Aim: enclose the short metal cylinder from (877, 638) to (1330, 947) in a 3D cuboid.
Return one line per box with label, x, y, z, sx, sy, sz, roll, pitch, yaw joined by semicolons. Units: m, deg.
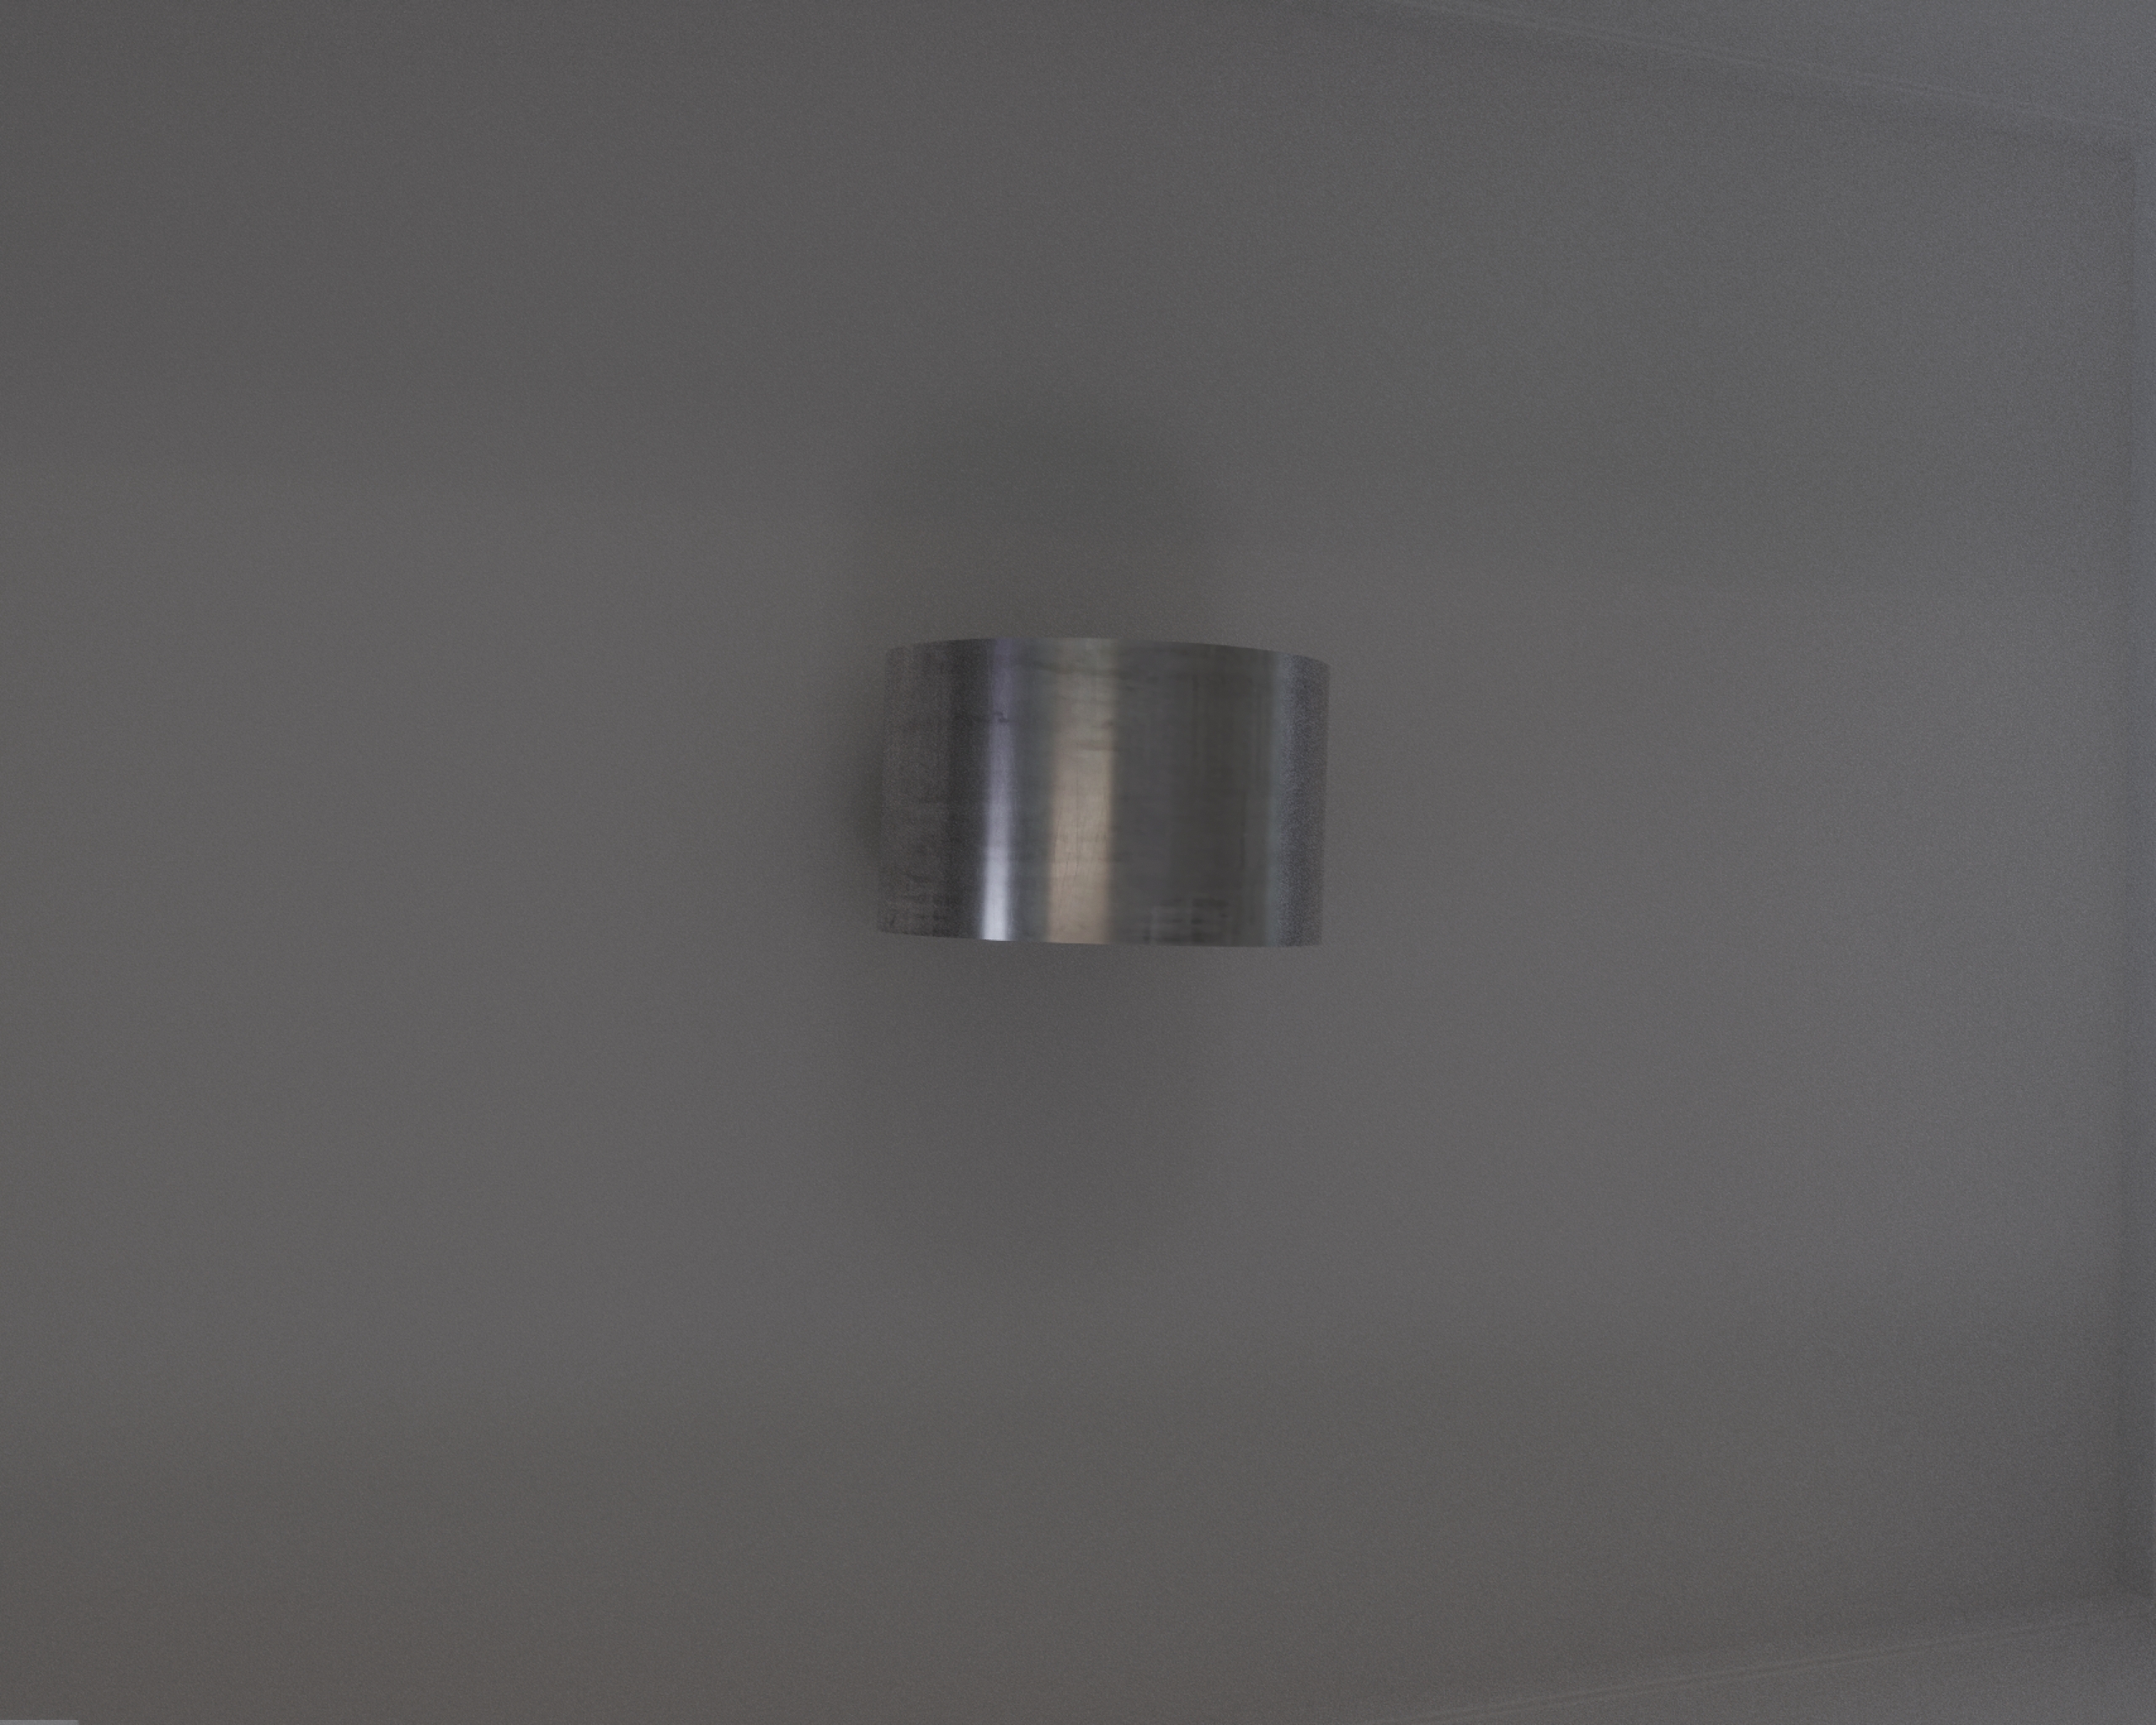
short metal cylinder;0.005;-0.011;0.380;0.081;0.080;0.050;2;90;-20
